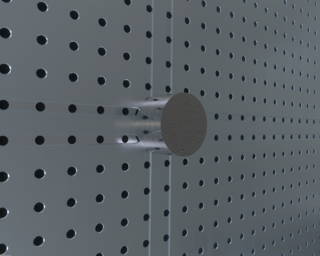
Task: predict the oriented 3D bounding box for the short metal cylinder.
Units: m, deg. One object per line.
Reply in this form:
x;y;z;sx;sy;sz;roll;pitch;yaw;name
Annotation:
0.016;-0.004;0.405;0.081;0.050;0.080;0;90;-40;short metal cylinder
